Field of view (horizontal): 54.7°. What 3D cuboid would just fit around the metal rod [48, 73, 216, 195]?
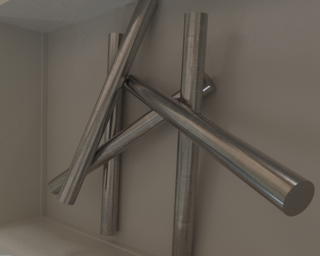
[{"bbox_3d":[-0.054,0.020,0.425,0.299,0.025,0.025,-33,69,26],"label":"metal rod"}]

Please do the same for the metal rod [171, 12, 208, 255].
[{"bbox_3d":[0.032,0.025,0.357,0.025,0.025,0.298,12,105,39],"label":"metal rod"}]

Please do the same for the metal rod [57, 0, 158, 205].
[{"bbox_3d":[-0.072,-0.038,0.423,0.025,0.025,0.299,24,91,37],"label":"metal rod"}]

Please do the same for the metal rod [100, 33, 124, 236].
[{"bbox_3d":[-0.071,0.011,0.465,0.025,0.025,0.298,5,93,40],"label":"metal rod"}]

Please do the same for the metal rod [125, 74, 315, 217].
[{"bbox_3d":[0.022,-0.010,0.312,0.300,0.025,0.025,41,117,57],"label":"metal rod"}]
